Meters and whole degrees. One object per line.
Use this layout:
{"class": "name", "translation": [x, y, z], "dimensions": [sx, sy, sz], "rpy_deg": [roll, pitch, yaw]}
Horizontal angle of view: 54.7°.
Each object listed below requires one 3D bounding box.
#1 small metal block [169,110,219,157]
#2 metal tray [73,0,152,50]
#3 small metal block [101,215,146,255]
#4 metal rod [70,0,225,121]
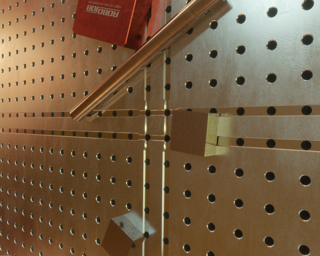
{"class": "small metal block", "translation": [0.041, 0.005, 0.374], "dimensions": [0.050, 0.025, 0.050], "rpy_deg": [8, 95, 39]}
{"class": "metal tray", "translation": [-0.075, -0.175, 0.465], "dimensions": [0.130, 0.030, 0.089], "rpy_deg": [25, 105, 37]}
{"class": "small metal block", "translation": [-0.054, 0.165, 0.452], "dimensions": [0.050, 0.025, 0.050], "rpy_deg": [33, 110, 34]}
{"class": "metal rod", "translation": [-0.037, -0.089, 0.437], "dimensions": [0.299, 0.025, 0.025], "rpy_deg": [-33, 70, 34]}
